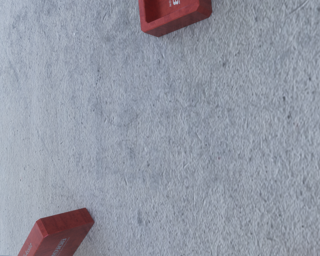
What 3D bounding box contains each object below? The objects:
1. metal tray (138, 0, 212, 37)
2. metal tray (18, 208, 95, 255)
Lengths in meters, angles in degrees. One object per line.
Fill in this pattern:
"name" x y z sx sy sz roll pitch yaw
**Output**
"metal tray" 0.013 -0.192 0.390 0.090 0.030 0.129 -9 84 39
"metal tray" -0.175 0.191 0.506 0.030 0.091 0.129 49 119 29
